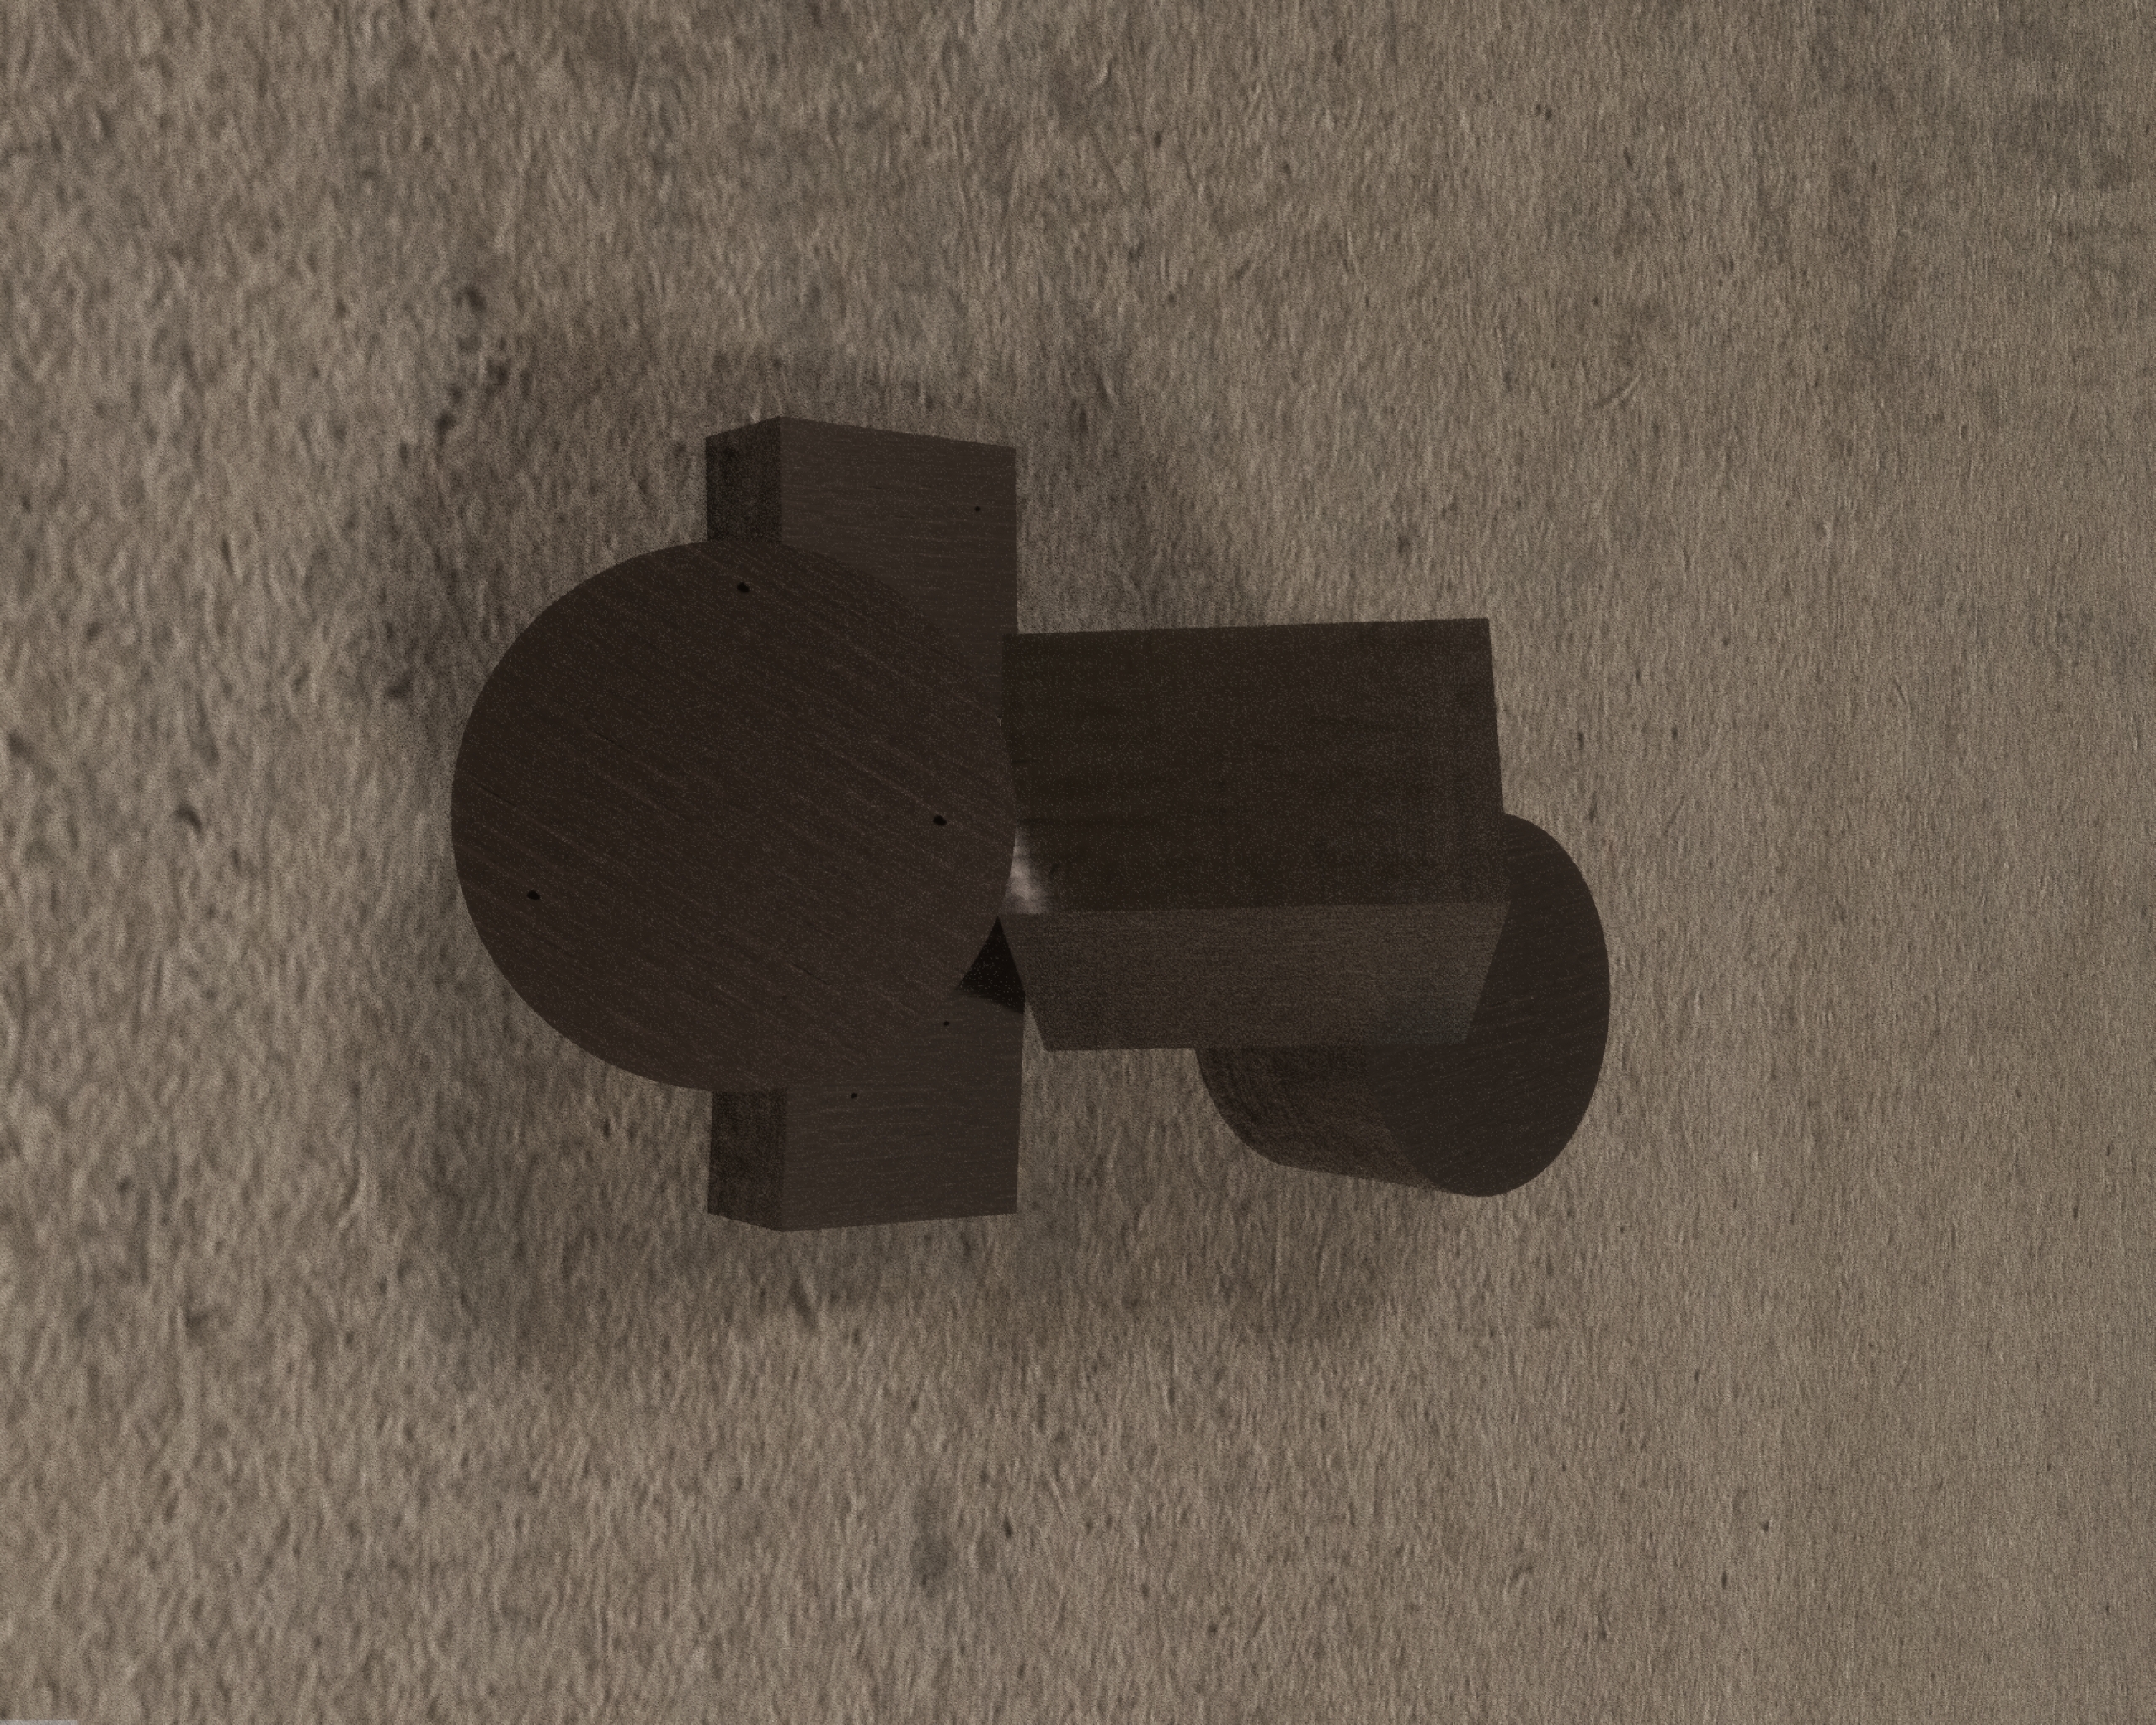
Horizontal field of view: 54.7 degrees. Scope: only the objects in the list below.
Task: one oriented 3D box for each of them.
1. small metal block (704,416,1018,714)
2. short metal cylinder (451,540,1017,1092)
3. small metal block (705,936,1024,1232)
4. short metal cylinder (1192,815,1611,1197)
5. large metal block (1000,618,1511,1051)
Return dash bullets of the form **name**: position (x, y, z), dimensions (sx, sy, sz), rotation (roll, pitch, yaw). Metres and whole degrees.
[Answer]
- **small metal block**: position (-0.038, -0.051, 0.375), dimensions (0.050, 0.025, 0.050), rotation (-2, 91, -40)
- **short metal cylinder**: position (-0.051, -0.007, 0.325), dimensions (0.081, 0.050, 0.079), rotation (0, 91, -5)
- **small metal block**: position (-0.038, 0.038, 0.376), dimensions (0.050, 0.025, 0.050), rotation (4, 88, -40)
- **short metal cylinder**: position (0.070, 0.029, 0.451), dimensions (0.081, 0.050, 0.079), rotation (0, 90, -40)
- **large metal block**: position (0.031, -0.002, 0.374), dimensions (0.080, 0.080, 0.050), rotation (78, 11, -68)
